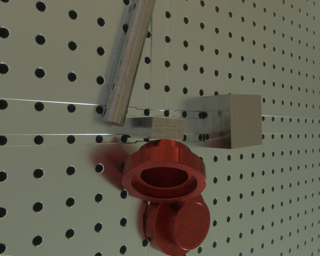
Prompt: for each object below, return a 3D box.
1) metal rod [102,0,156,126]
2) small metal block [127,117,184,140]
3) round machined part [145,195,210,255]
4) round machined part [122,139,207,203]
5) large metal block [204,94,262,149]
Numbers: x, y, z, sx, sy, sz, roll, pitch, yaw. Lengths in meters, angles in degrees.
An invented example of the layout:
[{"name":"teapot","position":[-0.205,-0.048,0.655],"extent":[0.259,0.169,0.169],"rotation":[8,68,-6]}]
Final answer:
[{"name":"metal rod","position":[-0.021,-0.148,0.390],"extent":[0.025,0.025,0.299],"rotation":[22,76,-38]},{"name":"small metal block","position":[-0.006,0.001,0.388],"extent":[0.050,0.050,0.025],"rotation":[4,87,-40]},{"name":"round machined part","position":[0.031,0.127,0.424],"extent":[0.099,0.042,0.097],"rotation":[0,90,-40]},{"name":"round machined part","position":[0.006,0.050,0.375],"extent":[0.098,0.098,0.042],"rotation":[37,39,-34]},{"name":"large metal block","position":[0.116,-0.011,0.491],"extent":[0.081,0.050,0.079],"rotation":[-4,93,-40]}]
